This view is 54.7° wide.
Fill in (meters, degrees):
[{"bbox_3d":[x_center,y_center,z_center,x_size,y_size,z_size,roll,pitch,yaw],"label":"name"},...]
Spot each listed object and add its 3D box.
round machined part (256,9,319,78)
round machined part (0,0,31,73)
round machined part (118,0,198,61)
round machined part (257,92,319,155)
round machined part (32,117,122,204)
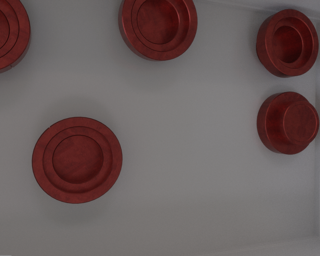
[{"bbox_3d":[0.187,-0.125,0.470,0.099,0.042,0.097,0,90,-20],"label":"round machined part"},{"bbox_3d":[-0.191,-0.104,0.331,0.099,0.042,0.097,0,90,-20],"label":"round machined part"},{"bbox_3d":[-0.005,-0.134,0.394,0.099,0.042,0.097,-4,100,-21],"label":"round machined part"},{"bbox_3d":[0.203,-0.007,0.476,0.099,0.042,0.097,0,90,-20],"label":"round machined part"},{"bbox_3d":[-0.097,0.036,0.366,0.099,0.042,0.097,0,90,-20],"label":"round machined part"}]
